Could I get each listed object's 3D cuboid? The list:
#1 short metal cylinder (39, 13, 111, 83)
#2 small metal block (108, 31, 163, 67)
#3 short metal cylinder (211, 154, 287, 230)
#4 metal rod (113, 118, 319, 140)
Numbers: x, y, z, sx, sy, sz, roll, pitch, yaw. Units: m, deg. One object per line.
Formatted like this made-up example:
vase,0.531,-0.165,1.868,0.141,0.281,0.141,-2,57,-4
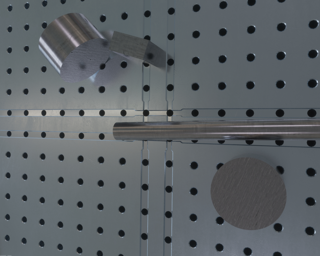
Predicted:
short metal cylinder,-0.115,-0.108,0.424,0.080,0.080,0.050,-44,76,15
small metal block,-0.031,-0.104,0.410,0.050,0.050,0.025,20,97,19
short metal cylinder,0.104,0.072,0.363,0.080,0.050,0.079,0,90,20
metal rod,0.082,0.003,0.383,0.301,0.025,0.025,-1,90,19
